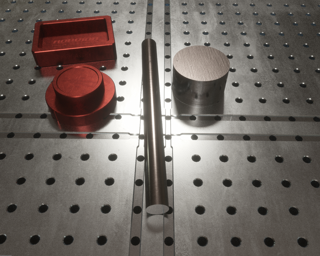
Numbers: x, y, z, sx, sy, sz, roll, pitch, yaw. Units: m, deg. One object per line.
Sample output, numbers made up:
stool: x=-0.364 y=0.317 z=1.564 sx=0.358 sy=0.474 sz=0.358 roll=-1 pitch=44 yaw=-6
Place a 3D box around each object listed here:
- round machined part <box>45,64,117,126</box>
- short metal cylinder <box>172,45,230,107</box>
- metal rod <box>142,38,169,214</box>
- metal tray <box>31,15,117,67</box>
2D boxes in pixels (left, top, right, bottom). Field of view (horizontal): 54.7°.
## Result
round machined part: x=-0.113 y=-0.053 z=0.440 sx=0.099 sy=0.042 sz=0.098 roll=0 pitch=50 yaw=0
short metal cylinder: x=0.058 y=-0.077 z=0.457 sx=0.081 sy=0.050 sz=0.080 roll=0 pitch=50 yaw=0
metal rod: x=-0.011 y=-0.027 z=0.429 sx=0.025 sy=0.025 sz=0.300 roll=-2 pitch=50 yaw=-2
metal tray: x=-0.144 y=-0.150 z=0.528 sx=0.131 sy=0.030 sz=0.090 roll=-8 pitch=51 yaw=-7
